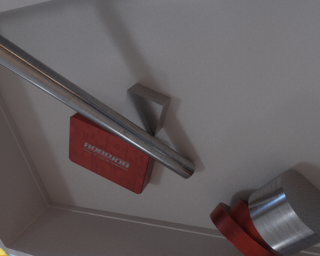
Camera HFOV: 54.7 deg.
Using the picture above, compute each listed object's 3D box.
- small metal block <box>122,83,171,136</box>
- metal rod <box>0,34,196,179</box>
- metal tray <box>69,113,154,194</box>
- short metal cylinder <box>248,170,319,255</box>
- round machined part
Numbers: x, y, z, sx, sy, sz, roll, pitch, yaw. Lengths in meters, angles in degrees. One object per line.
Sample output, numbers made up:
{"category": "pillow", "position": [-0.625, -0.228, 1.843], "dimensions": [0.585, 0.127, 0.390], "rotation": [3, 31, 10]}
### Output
{"category": "small metal block", "position": [-0.019, -0.024, 0.403], "dimensions": [0.050, 0.025, 0.050], "rotation": [25, 127, 12]}
{"category": "metal rod", "position": [-0.073, -0.018, 0.361], "dimensions": [0.301, 0.025, 0.025], "rotation": [35, 133, -25]}
{"category": "metal tray", "position": [-0.073, 0.034, 0.463], "dimensions": [0.130, 0.030, 0.089], "rotation": [24, 127, 13]}
{"category": "short metal cylinder", "position": [0.149, 0.096, 0.352], "dimensions": [0.080, 0.080, 0.050], "rotation": [41, 126, -1]}
{"category": "round machined part", "position": [0.115, 0.127, 0.391], "dimensions": [0.098, 0.098, 0.042], "rotation": [38, 94, 2]}
